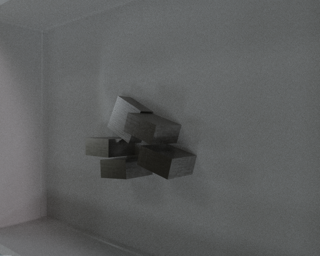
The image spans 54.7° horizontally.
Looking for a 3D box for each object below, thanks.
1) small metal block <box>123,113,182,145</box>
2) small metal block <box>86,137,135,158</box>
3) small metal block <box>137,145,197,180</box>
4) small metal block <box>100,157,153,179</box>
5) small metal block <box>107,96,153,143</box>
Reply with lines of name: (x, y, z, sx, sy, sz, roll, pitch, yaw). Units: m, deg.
small metal block: (-0.009, 0.000, 0.398, 0.050, 0.050, 0.025, 24, 105, 37)
small metal block: (-0.072, 0.027, 0.450, 0.050, 0.050, 0.025, 1, 91, 40)
small metal block: (0.009, 0.040, 0.383, 0.050, 0.050, 0.025, 20, 103, 38)
small metal block: (-0.046, 0.054, 0.429, 0.050, 0.050, 0.025, -5, 87, 40)
small metal block: (-0.043, -0.012, 0.443, 0.050, 0.025, 0.050, 34, 111, 34)
